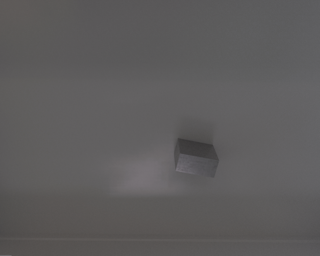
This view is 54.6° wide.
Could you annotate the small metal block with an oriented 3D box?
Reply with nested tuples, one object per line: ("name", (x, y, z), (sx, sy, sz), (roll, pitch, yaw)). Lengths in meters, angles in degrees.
("small metal block", (0.047, 0.039, 0.413), (0.050, 0.050, 0.025), (11, 110, -4))
